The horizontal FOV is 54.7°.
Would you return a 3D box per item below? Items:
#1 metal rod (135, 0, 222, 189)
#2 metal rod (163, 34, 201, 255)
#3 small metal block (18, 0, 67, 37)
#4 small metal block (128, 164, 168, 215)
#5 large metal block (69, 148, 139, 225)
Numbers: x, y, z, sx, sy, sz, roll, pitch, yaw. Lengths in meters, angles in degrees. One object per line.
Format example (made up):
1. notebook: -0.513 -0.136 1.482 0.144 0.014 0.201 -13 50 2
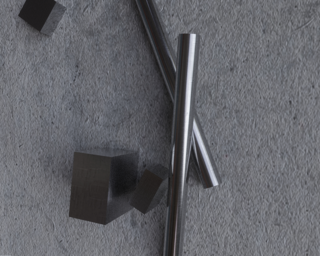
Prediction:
1. metal rod: 0.016 -0.068 0.402 0.025 0.025 0.299 -22 83 18
2. metal rod: 0.024 0.041 0.378 0.025 0.025 0.298 7 100 19
3. small metal block: -0.178 -0.176 0.470 0.050 0.025 0.050 37 101 16
4. small metal block: -0.009 0.077 0.398 0.025 0.050 0.050 30 100 17
5. large metal block: -0.070 0.070 0.403 0.050 0.080 0.079 6 92 19
